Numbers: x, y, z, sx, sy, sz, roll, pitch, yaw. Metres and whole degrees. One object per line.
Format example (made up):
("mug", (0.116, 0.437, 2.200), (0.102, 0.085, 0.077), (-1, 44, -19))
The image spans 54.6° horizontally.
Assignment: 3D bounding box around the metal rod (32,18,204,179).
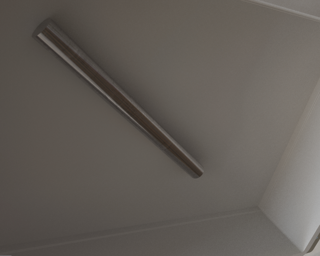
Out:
("metal rod", (-0.027, -0.013, 0.384), (0.025, 0.025, 0.300), (-44, 129, 2))
